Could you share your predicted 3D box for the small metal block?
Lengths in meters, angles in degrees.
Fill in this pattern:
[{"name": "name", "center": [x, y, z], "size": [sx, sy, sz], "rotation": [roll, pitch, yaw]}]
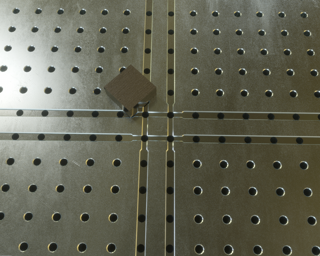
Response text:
[{"name": "small metal block", "center": [-0.040, -0.051, 0.430], "size": [0.050, 0.025, 0.050], "rotation": [43, 75, 14]}]
